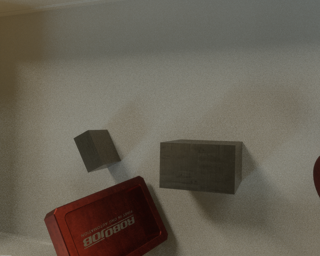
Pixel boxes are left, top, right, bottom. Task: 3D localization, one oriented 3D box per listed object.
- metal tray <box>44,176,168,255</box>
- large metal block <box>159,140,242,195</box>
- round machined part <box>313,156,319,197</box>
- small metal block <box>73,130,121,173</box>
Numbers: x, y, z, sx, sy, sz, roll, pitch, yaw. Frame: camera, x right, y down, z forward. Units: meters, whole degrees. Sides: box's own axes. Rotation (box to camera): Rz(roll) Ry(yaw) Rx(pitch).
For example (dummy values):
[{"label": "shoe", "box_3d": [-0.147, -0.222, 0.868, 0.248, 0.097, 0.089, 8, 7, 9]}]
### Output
[{"label": "metal tray", "box_3d": [-0.059, 0.120, 0.373, 0.030, 0.131, 0.090, -34, 76, 43]}, {"label": "large metal block", "box_3d": [0.051, 0.041, 0.363, 0.080, 0.080, 0.050, 1, 91, 19]}, {"label": "round machined part", "box_3d": [0.209, 0.059, 0.309, 0.042, 0.098, 0.098, -21, 82, -18]}, {"label": "small metal block", "box_3d": [-0.085, 0.030, 0.426, 0.025, 0.050, 0.050, -28, 81, 18]}]
